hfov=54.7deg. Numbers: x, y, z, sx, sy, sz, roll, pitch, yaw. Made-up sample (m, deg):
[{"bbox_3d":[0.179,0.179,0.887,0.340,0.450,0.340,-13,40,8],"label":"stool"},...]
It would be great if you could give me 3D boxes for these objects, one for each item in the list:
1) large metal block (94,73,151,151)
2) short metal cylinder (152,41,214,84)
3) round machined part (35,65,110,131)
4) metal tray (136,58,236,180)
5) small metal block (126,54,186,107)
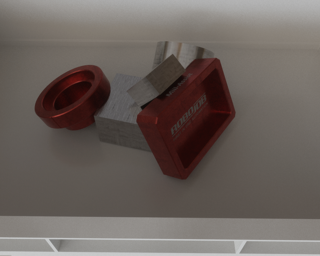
[{"bbox_3d":[-0.029,-0.021,0.404,0.080,0.050,0.080,11,51,9],"label":"large metal block"},{"bbox_3d":[0.031,-0.085,0.431,0.080,0.080,0.050,13,95,10],"label":"short metal cylinder"},{"bbox_3d":[-0.108,-0.035,0.405,0.098,0.042,0.098,-16,42,15],"label":"round machined part"},{"bbox_3d":[0.038,-0.014,0.372,0.030,0.090,0.131,8,44,43],"label":"metal tray"},{"bbox_3d":[-0.005,-0.055,0.366,0.025,0.050,0.050,51,59,-10],"label":"small metal block"}]
